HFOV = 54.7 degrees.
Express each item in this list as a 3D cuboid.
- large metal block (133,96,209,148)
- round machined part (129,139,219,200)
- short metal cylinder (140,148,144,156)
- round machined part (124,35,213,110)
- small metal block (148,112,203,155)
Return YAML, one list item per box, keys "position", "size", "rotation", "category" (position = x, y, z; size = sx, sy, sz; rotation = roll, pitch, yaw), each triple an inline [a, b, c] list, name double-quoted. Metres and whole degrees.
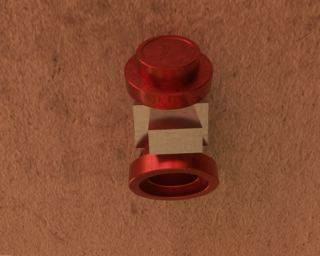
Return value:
- position: [0.012, -0.016, 0.375]
  size: [0.081, 0.080, 0.050]
  rotation: [-2, 110, 0]
  category: "large metal block"
- position: [0.015, 0.046, 0.349]
  size: [0.099, 0.042, 0.098]
  rotation: [-1, 149, -1]
  category: "round machined part"
- position: [0.012, 0.039, 0.413]
  size: [0.081, 0.050, 0.079]
  rotation: [0, 110, -1]
  category: "short metal cylinder"
- position: [0.009, -0.068, 0.343]
  size: [0.099, 0.098, 0.042]
  rotation: [-2, 135, 0]
  category: "round machined part"
- position: [0.015, 0.004, 0.313]
  size: [0.050, 0.050, 0.025]
  rotation: [-2, 110, 1]
  category: "small metal block"
